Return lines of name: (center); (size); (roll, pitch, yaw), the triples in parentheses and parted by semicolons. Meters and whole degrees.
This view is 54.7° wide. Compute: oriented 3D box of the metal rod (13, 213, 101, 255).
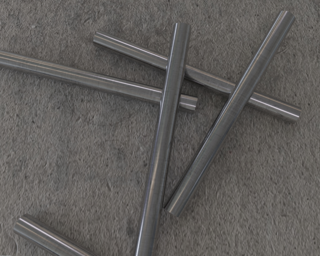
metal rod: (-0.030, 0.177, 0.342); (0.301, 0.025, 0.025); (26, 72, 9)

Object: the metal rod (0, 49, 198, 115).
metal rod: (-0.097, -0.067, 0.431); (0.301, 0.025, 0.025); (14, 71, 5)

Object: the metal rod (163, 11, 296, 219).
metal rod: (0.092, -0.024, 0.395); (0.025, 0.025, 0.300); (30, 81, 10)

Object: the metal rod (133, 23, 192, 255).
metal rod: (0.005, 0.009, 0.384); (0.025, 0.025, 0.299); (9, 78, 3)

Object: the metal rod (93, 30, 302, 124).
metal rod: (0.046, -0.074, 0.435); (0.301, 0.025, 0.025); (23, 72, 8)
